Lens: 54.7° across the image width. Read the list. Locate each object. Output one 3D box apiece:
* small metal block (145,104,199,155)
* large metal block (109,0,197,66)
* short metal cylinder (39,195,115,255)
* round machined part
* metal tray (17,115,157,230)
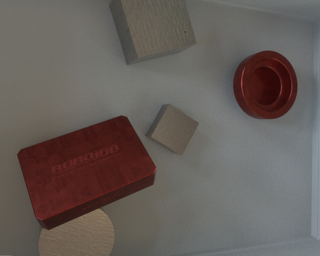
[{"bbox_3d":[0.016,0.002,0.418,0.050,0.025,0.050,32,79,-18],"label":"small metal block"},{"bbox_3d":[-0.010,-0.132,0.394,0.081,0.050,0.080,-19,97,-19],"label":"large metal block"},{"bbox_3d":[-0.098,0.123,0.362,0.081,0.050,0.079,0,90,-21],"label":"short metal cylinder"},{"bbox_3d":[0.150,-0.061,0.459,0.099,0.042,0.097,0,90,-21],"label":"round machined part"},{"bbox_3d":[-0.081,0.045,0.351,0.131,0.030,0.090,-20,57,-19],"label":"metal tray"}]
